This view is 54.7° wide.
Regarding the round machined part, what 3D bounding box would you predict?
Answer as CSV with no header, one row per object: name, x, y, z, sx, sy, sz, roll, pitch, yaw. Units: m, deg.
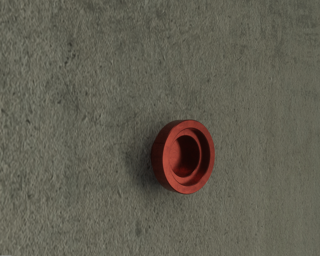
round machined part,0.026,0.037,0.419,0.099,0.042,0.097,0,90,-40
